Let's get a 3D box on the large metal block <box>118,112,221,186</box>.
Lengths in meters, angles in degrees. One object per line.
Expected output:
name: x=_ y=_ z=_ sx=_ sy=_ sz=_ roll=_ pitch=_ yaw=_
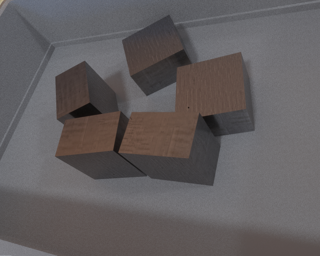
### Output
large metal block: x=0.014 y=0.024 z=0.347 sx=0.080 sy=0.080 sz=0.050 roll=2 pitch=63 yaw=29

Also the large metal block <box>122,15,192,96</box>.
large metal block: x=-0.003 y=-0.106 z=0.455 sx=0.080 sy=0.050 sz=0.080 roll=-25 pitch=53 yaw=12

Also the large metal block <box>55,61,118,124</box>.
large metal block: x=-0.101 y=-0.034 z=0.442 sx=0.050 sy=0.080 sz=0.080 roll=-25 pitch=53 yaw=12

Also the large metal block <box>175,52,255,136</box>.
large metal block: x=0.066 y=-0.037 z=0.377 sx=0.080 sy=0.050 sz=0.080 roll=-10 pitch=58 yaw=22

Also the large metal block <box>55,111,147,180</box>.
large metal block: x=-0.067 y=0.026 z=0.388 sx=0.080 sy=0.080 sz=0.050 roll=-7 pitch=59 yaw=24
